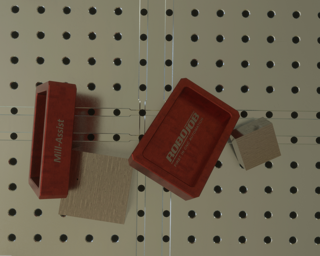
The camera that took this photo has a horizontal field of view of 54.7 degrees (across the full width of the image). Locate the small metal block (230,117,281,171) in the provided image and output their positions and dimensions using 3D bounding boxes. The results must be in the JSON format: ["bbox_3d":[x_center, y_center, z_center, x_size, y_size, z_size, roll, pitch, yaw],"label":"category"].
[{"bbox_3d":[0.124,0.021,0.407,0.050,0.025,0.050,-24,112,-1],"label":"small metal block"}]

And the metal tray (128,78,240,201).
[{"bbox_3d":[0.032,0.012,0.385,0.090,0.030,0.130,33,66,-1],"label":"metal tray"}]

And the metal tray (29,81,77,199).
[{"bbox_3d":[-0.133,0.012,0.377,0.030,0.090,0.129,5,90,-30],"label":"metal tray"}]

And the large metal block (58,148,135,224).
[{"bbox_3d":[-0.077,0.071,0.400,0.081,0.050,0.080,9,90,-1],"label":"large metal block"}]
